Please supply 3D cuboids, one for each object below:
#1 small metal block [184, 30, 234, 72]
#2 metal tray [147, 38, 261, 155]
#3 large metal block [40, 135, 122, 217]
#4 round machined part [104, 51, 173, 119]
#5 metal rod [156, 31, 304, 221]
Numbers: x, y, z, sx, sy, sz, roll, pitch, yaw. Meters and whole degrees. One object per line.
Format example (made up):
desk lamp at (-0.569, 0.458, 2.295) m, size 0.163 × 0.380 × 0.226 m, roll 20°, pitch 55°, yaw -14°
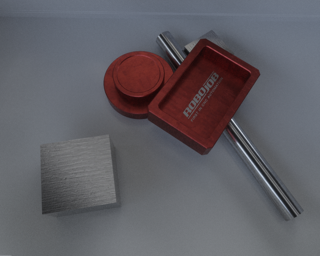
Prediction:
small metal block at (0.070, -0.106, 0.449) m, size 0.050 × 0.025 × 0.050 m, roll -34°, pitch 74°, yaw -12°
metal tray at (0.056, -0.042, 0.393) m, size 0.090 × 0.030 × 0.130 m, roll 34°, pitch 70°, yaw 8°
large metal block at (-0.094, 0.059, 0.374) m, size 0.081 × 0.050 × 0.080 m, roll -8°, pitch 70°, yaw -4°
round machined part at (-0.028, -0.065, 0.424) m, size 0.099 × 0.042 × 0.098 m, roll 0°, pitch 70°, yaw -1°
metal rod at (0.083, -0.014, 0.415) m, size 0.025 × 0.025 × 0.299 m, roll -30°, pitch 73°, yaw -11°
